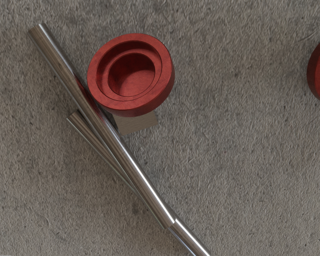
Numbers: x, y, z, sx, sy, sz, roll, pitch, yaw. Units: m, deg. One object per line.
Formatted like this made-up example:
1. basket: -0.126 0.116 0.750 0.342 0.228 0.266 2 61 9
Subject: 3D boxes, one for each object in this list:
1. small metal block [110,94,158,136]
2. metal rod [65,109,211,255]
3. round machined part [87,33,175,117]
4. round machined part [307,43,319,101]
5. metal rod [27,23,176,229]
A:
1. small metal block: -0.034 -0.023 0.401 0.050 0.025 0.050 -18 109 6
2. metal rod: -0.022 0.091 0.443 0.025 0.025 0.300 -36 107 12
3. round machined part: -0.031 -0.057 0.362 0.098 0.042 0.098 -4 69 11
4. round machined part: 0.227 -0.073 0.376 0.099 0.042 0.097 0 110 0
5. metal rod: -0.067 0.007 0.396 0.025 0.025 0.299 -30 102 10
